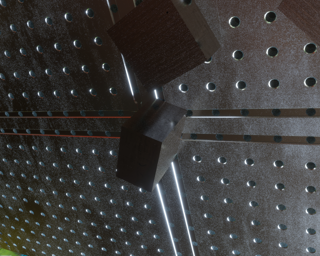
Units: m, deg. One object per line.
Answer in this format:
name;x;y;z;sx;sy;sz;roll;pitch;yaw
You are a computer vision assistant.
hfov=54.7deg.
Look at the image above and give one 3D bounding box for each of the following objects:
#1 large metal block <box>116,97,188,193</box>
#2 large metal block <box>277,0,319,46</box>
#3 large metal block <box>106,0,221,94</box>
large metal block;-0.010;0.019;0.391;0.050;0.080;0.079;22;127;15
large metal block;0.157;-0.106;0.247;0.080;0.050;0.080;42;129;-1
large metal block;0.005;-0.096;0.332;0.080;0.050;0.080;-25;105;36
